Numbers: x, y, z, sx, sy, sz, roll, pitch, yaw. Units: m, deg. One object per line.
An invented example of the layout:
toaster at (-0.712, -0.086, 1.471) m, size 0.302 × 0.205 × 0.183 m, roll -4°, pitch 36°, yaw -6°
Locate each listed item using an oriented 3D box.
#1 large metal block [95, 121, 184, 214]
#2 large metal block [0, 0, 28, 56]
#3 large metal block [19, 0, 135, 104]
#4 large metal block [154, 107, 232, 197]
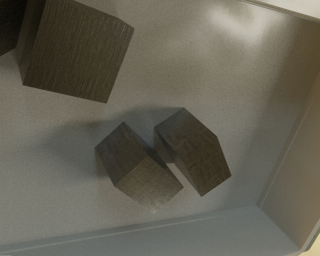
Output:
large metal block at (-0.027, 0.049, 0.390) m, size 0.050 × 0.080 × 0.080 m, roll -43°, pitch 130°, yaw 1°
large metal block at (-0.135, -0.100, 0.229) m, size 0.050 × 0.080 × 0.079 m, roll 19°, pitch 110°, yaw -15°
large metal block at (-0.083, -0.077, 0.300) m, size 0.081 × 0.050 × 0.079 m, roll 11°, pitch 113°, yaw -34°
large metal block at (0.044, 0.032, 0.419) m, size 0.050 × 0.080 × 0.080 m, roll -33°, pitch 129°, yaw -7°
